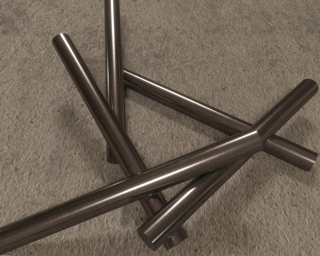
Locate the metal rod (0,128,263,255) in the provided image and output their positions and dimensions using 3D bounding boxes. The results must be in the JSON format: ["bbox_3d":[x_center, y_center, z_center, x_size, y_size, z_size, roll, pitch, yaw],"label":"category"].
[{"bbox_3d":[-0.043,0.066,0.306,0.302,0.025,0.025,-21,53,-2],"label":"metal rod"}]

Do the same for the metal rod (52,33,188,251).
[{"bbox_3d":[-0.058,-0.001,0.363,0.025,0.025,0.299,-25,67,-20],"label":"metal rod"}]

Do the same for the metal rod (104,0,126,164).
[{"bbox_3d":[-0.066,-0.090,0.446,0.025,0.025,0.299,-4,60,-4],"label":"metal rod"}]

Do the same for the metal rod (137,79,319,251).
[{"bbox_3d":[0.095,0.023,0.350,0.302,0.025,0.025,-36,59,-28],"label":"metal rod"}]

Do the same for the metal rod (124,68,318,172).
[{"bbox_3d":[0.057,-0.022,0.422,0.301,0.025,0.025,27,55,20],"label":"metal rod"}]
